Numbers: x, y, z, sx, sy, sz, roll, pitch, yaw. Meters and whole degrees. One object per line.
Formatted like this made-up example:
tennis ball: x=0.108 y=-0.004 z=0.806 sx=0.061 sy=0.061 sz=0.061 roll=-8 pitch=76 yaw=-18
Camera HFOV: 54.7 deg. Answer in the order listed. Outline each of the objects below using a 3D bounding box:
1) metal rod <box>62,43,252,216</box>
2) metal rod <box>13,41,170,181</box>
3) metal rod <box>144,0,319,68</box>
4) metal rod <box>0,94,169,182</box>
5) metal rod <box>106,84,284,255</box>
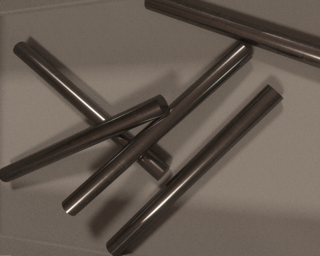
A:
metal rod: x=-0.008 y=0.006 z=0.390 sx=0.300 sy=0.025 sz=0.025 roll=-42 pitch=77 yaw=6
metal rod: x=-0.107 y=-0.032 z=0.446 sx=0.300 sy=0.025 sz=0.025 roll=40 pitch=102 yaw=15
metal rod: x=0.116 y=-0.111 z=0.369 sx=0.301 sy=0.025 sz=0.025 roll=25 pitch=98 yaw=17
metal rod: x=-0.121 y=0.023 z=0.431 sx=0.300 sy=0.025 sz=0.025 roll=-22 pitch=83 yaw=25
metal rod: x=0.035 y=0.063 z=0.397 sx=0.299 sy=0.025 sz=0.025 roll=-47 pitch=76 yaw=13
